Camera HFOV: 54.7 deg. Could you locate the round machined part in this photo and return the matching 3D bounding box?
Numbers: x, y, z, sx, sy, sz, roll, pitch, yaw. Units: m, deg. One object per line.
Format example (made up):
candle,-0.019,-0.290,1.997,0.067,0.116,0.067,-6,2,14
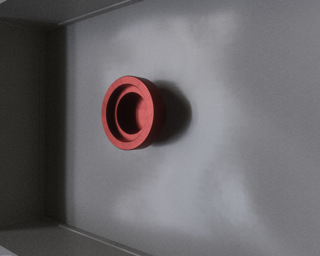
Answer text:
round machined part,-0.031,-0.020,0.419,0.098,0.042,0.097,0,90,39
